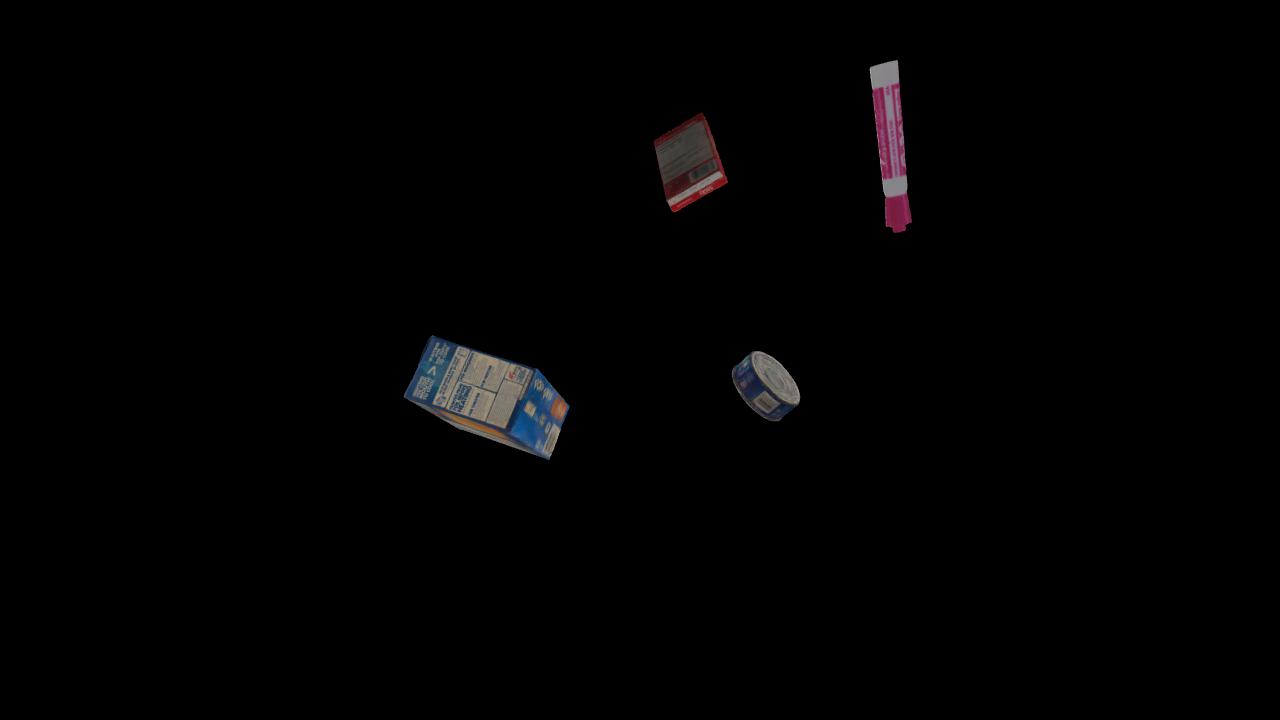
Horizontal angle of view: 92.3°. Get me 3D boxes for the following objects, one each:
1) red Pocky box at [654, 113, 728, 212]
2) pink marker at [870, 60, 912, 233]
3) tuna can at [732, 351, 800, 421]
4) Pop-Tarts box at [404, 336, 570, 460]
[{"bbox_3d":[0.067,-0.275,0.848,0.083,0.155,0.028,-25,-44,20],"label":"red Pocky box"},{"bbox_3d":[0.186,-0.155,0.455,0.020,0.121,0.020,-13,19,5],"label":"pink marker"},{"bbox_3d":[0.152,0.030,0.736,0.084,0.084,0.034,0,-38,-50],"label":"tuna can"},{"bbox_3d":[-0.182,0.052,0.769,0.141,0.083,0.167,16,-17,13],"label":"Pop-Tarts box"}]
